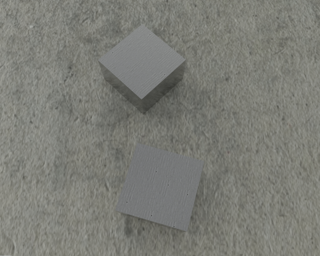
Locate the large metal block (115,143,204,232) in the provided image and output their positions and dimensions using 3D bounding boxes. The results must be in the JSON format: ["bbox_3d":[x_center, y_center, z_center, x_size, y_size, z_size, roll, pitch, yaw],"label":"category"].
[{"bbox_3d":[0.001,0.072,0.369,0.080,0.050,0.080,15,71,5],"label":"large metal block"}]

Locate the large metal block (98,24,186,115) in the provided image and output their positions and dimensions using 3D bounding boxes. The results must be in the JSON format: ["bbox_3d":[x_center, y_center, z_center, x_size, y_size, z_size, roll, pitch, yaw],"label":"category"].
[{"bbox_3d":[-0.023,-0.080,0.424,0.080,0.050,0.080,43,75,13],"label":"large metal block"}]
